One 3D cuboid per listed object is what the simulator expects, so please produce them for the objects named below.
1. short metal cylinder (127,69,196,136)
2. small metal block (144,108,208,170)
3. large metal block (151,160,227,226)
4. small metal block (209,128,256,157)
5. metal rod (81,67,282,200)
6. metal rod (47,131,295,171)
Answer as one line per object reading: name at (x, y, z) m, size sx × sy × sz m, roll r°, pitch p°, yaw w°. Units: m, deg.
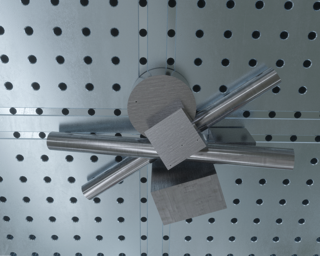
short metal cylinder at (0.002, -0.031, 0.385) m, size 0.081 × 0.050 × 0.079 m, roll 0°, pitch 109°, yaw 0°
small metal block at (0.019, 0.012, 0.352) m, size 0.050 × 0.025 × 0.050 m, roll -34°, pitch 84°, yaw 11°
large metal block at (0.035, 0.072, 0.406) m, size 0.080 × 0.080 × 0.050 m, roll -17°, pitch 109°, yaw 6°
small metal block at (0.092, 0.020, 0.405) m, size 0.050 × 0.050 × 0.025 m, roll 1°, pitch 110°, yaw 1°
metal rod at (0.020, 0.013, 0.415) m, size 0.300 × 0.025 × 0.025 m, roll -32°, pitch 107°, yaw 11°
metal rod at (0.003, 0.026, 0.382) m, size 0.301 × 0.025 × 0.025 m, roll 4°, pitch 111°, yaw 12°
